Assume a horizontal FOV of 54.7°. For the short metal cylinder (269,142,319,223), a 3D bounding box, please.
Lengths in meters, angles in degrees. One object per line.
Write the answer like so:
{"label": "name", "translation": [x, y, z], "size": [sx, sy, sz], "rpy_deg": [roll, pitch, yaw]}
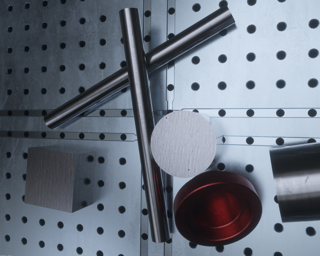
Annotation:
{"label": "short metal cylinder", "translation": [0.150, 0.058, 0.330], "size": [0.050, 0.080, 0.080], "rpy_deg": [-10, 87, 20]}

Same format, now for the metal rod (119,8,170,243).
{"label": "metal rod", "translation": [-0.019, 0.000, 0.401], "size": [0.025, 0.025, 0.298], "rpy_deg": [-6, 95, 20]}

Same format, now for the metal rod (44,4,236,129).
{"label": "metal rod", "translation": [-0.040, -0.075, 0.426], "size": [0.300, 0.025, 0.025], "rpy_deg": [-27, 81, 17]}

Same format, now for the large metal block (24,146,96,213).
{"label": "large metal block", "translation": [-0.144, 0.071, 0.450], "size": [0.080, 0.050, 0.079], "rpy_deg": [5, 92, 20]}

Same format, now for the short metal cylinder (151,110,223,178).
{"label": "short metal cylinder", "translation": [0.035, 0.019, 0.387], "size": [0.080, 0.050, 0.080], "rpy_deg": [0, 90, 20]}

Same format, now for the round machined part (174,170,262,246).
{"label": "round machined part", "translation": [0.065, 0.089, 0.364], "size": [0.099, 0.042, 0.097], "rpy_deg": [-2, 119, -3]}
